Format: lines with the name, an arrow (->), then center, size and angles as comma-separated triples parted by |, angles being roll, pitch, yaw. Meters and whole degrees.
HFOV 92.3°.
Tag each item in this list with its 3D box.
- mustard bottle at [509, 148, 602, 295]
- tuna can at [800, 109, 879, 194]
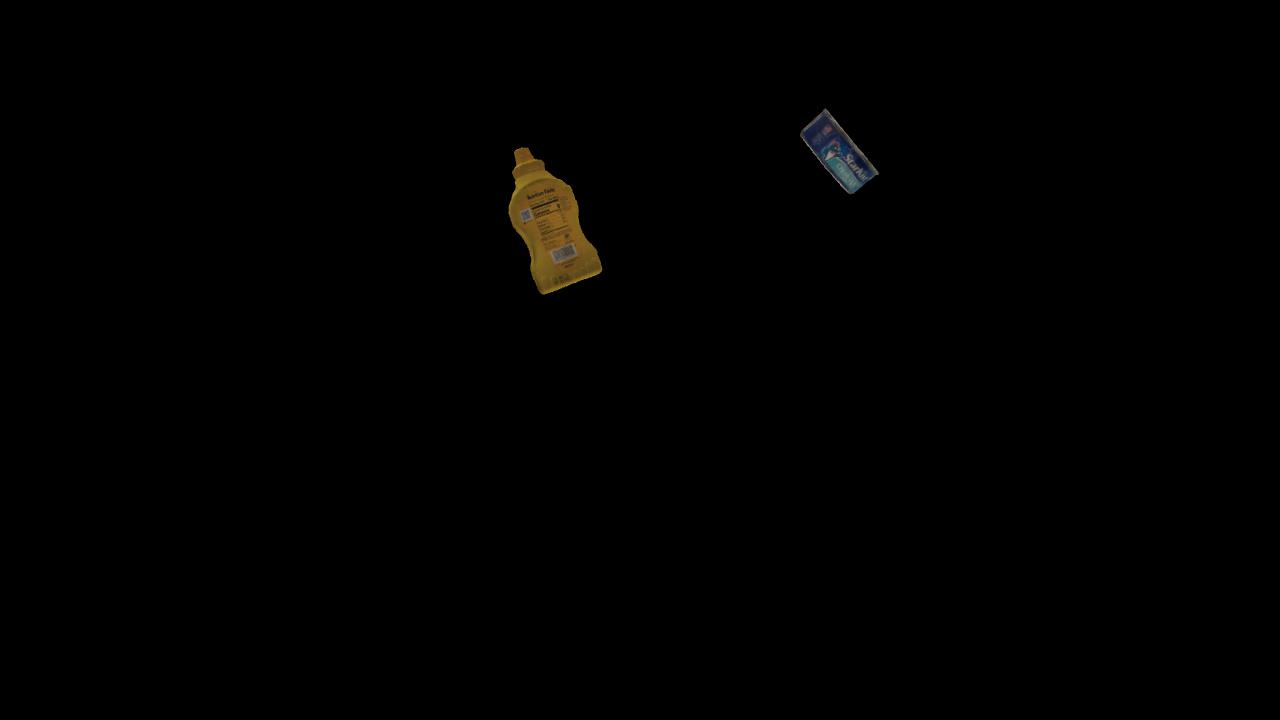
mustard bottle -> -0.121, -0.185, 0.799 | 0.092, 0.184, 0.054 | -22, 10, -7
tuna can -> 0.198, -0.207, 0.614 | 0.034, 0.084, 0.084 | -39, -20, 26
